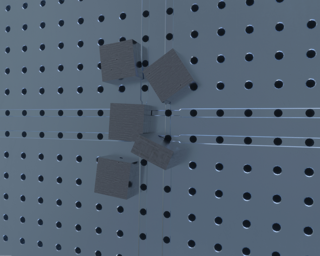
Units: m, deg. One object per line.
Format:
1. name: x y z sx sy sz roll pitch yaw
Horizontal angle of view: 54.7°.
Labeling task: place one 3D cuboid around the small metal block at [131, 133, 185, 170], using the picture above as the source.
1. small metal block: -0.002 0.029 0.399 0.050 0.050 0.025 26 99 18

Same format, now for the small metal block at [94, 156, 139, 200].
1. small metal block: -0.061 0.068 0.433 0.050 0.025 0.050 8 93 19

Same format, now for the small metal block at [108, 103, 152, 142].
1. small metal block: -0.041 -0.008 0.426 0.050 0.025 0.050 4 91 19

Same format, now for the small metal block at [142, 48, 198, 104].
1. small metal block: 0.014 -0.067 0.407 0.050 0.025 0.050 -34 79 16

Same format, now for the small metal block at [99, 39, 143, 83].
1. small metal block: -0.054 -0.091 0.431 0.050 0.025 0.050 -6 88 19
